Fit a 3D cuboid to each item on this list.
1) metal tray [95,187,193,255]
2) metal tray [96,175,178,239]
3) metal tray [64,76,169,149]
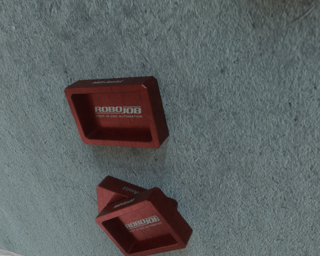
[{"bbox_3d":[-0.027,0.148,0.469,0.130,0.030,0.090,-29,103,37],"label":"metal tray"},{"bbox_3d":[-0.039,0.139,0.510,0.130,0.030,0.089,16,125,18],"label":"metal tray"},{"bbox_3d":[-0.059,-0.021,0.421,0.130,0.030,0.089,1,119,27],"label":"metal tray"}]
